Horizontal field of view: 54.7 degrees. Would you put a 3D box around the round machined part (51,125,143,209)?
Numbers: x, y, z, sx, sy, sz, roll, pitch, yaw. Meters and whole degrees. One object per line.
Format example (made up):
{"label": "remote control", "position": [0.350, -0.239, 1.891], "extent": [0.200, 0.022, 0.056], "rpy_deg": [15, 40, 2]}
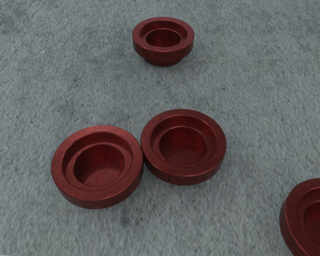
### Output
{"label": "round machined part", "position": [-0.068, 0.047, 0.351], "extent": [0.099, 0.042, 0.098], "rpy_deg": [0, 50, 1]}

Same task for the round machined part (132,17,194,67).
{"label": "round machined part", "position": [0.005, -0.138, 0.508], "extent": [0.099, 0.042, 0.098], "rpy_deg": [0, 50, 0]}

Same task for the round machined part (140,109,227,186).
{"label": "round machined part", "position": [0.027, 0.026, 0.370], "extent": [0.099, 0.042, 0.098], "rpy_deg": [1, 50, 0]}

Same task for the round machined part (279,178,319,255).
{"label": "round machined part", "position": [0.169, 0.103, 0.308], "extent": [0.099, 0.042, 0.098], "rpy_deg": [0, 50, 0]}
